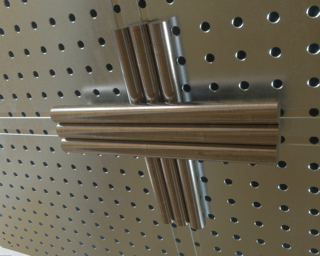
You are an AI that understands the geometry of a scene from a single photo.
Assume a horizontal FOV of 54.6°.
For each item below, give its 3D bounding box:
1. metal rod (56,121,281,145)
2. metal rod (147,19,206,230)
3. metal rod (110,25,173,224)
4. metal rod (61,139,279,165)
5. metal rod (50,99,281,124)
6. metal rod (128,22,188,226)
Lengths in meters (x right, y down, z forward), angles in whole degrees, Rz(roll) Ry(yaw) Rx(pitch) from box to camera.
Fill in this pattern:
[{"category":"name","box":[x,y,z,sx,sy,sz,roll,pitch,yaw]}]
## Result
[{"category":"metal rod","box":[-0.010,0.004,0.387,0.300,0.025,0.025,1,119,28]},{"category":"metal rod","box":[0.028,0.014,0.406,0.025,0.025,0.298,2,119,27]},{"category":"metal rod","box":[-0.016,0.013,0.429,0.025,0.025,0.298,2,119,27]},{"category":"metal rod","box":[-0.008,0.026,0.399,0.300,0.025,0.025,1,119,28]},{"category":"metal rod","box":[-0.015,-0.018,0.376,0.300,0.025,0.025,1,119,28]},{"category":"metal rod","box":[0.005,0.013,0.417,0.025,0.025,0.298,2,119,27]}]
